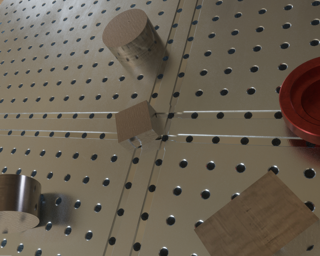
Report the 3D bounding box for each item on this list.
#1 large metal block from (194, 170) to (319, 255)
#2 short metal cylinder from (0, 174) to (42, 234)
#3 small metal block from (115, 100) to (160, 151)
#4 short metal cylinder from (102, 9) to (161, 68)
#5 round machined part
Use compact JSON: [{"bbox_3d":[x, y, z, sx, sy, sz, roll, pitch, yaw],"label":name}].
[{"bbox_3d":[0.088,0.093,0.269,0.080,0.080,0.050,-39,51,2],"label":"large metal block"},{"bbox_3d":[-0.203,0.103,0.414,0.080,0.080,0.050,-22,54,15],"label":"short metal cylinder"},{"bbox_3d":[-0.031,-0.003,0.425,0.050,0.025,0.050,-23,54,14],"label":"small metal block"},{"bbox_3d":[-0.046,-0.146,0.504,0.080,0.050,0.080,-13,56,20],"label":"short metal cylinder"},{"bbox_3d":[0.178,-0.025,0.319,0.098,0.042,0.098,-13,56,20],"label":"round machined part"}]
